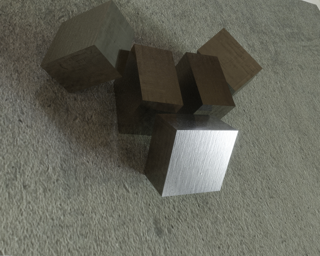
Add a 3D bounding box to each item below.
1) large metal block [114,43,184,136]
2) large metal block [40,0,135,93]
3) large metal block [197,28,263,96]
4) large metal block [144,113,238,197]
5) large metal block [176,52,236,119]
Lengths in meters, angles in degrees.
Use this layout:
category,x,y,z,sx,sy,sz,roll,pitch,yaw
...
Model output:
category,x,y,z,sx,sy,sz,roll,pitch,yaw
large metal block,-0.019,-0.044,0.388,0.050,0.080,0.080,5,60,-26
large metal block,-0.084,-0.096,0.373,0.050,0.080,0.080,49,39,-43
large metal block,0.101,-0.093,0.475,0.050,0.080,0.080,-41,84,-1
large metal block,0.034,0.029,0.364,0.081,0.079,0.050,1,22,-28
large metal block,0.048,-0.044,0.425,0.050,0.080,0.080,1,62,-28
